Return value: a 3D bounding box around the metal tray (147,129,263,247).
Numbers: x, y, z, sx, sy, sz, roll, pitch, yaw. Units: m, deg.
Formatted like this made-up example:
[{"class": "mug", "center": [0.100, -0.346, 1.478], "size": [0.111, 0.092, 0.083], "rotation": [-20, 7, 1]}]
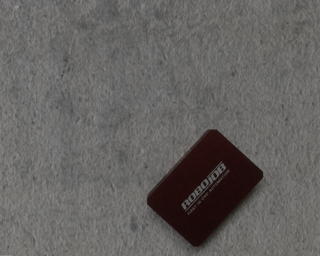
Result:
[{"class": "metal tray", "center": [0.058, 0.076, 0.408], "size": [0.090, 0.030, 0.130], "rotation": [43, 90, 0]}]
